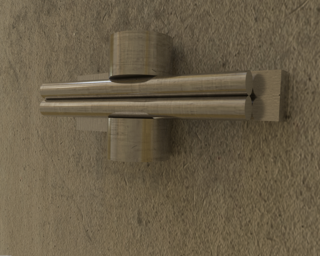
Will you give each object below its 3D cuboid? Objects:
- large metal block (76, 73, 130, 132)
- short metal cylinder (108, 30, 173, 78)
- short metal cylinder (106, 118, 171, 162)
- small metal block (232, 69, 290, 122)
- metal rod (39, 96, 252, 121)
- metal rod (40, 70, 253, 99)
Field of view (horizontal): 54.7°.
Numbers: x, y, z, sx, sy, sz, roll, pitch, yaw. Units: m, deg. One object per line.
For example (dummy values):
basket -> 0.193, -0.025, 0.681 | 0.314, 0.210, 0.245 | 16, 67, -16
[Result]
large metal block -> -0.076, -0.036, 0.453 | 0.080, 0.050, 0.079 | 3, 92, 40
short metal cylinder -> -0.024, -0.087, 0.390 | 0.080, 0.081, 0.050 | 2, 92, 40
short metal cylinder -> -0.027, 0.013, 0.393 | 0.080, 0.081, 0.050 | 2, 92, 40
small metal block -> 0.104, -0.033, 0.321 | 0.050, 0.025, 0.050 | 4, 93, 40
metal rod -> -0.041, -0.024, 0.382 | 0.300, 0.025, 0.025 | 2, 92, 32
metal rod -> -0.040, -0.049, 0.381 | 0.300, 0.025, 0.025 | 2, 92, 32
